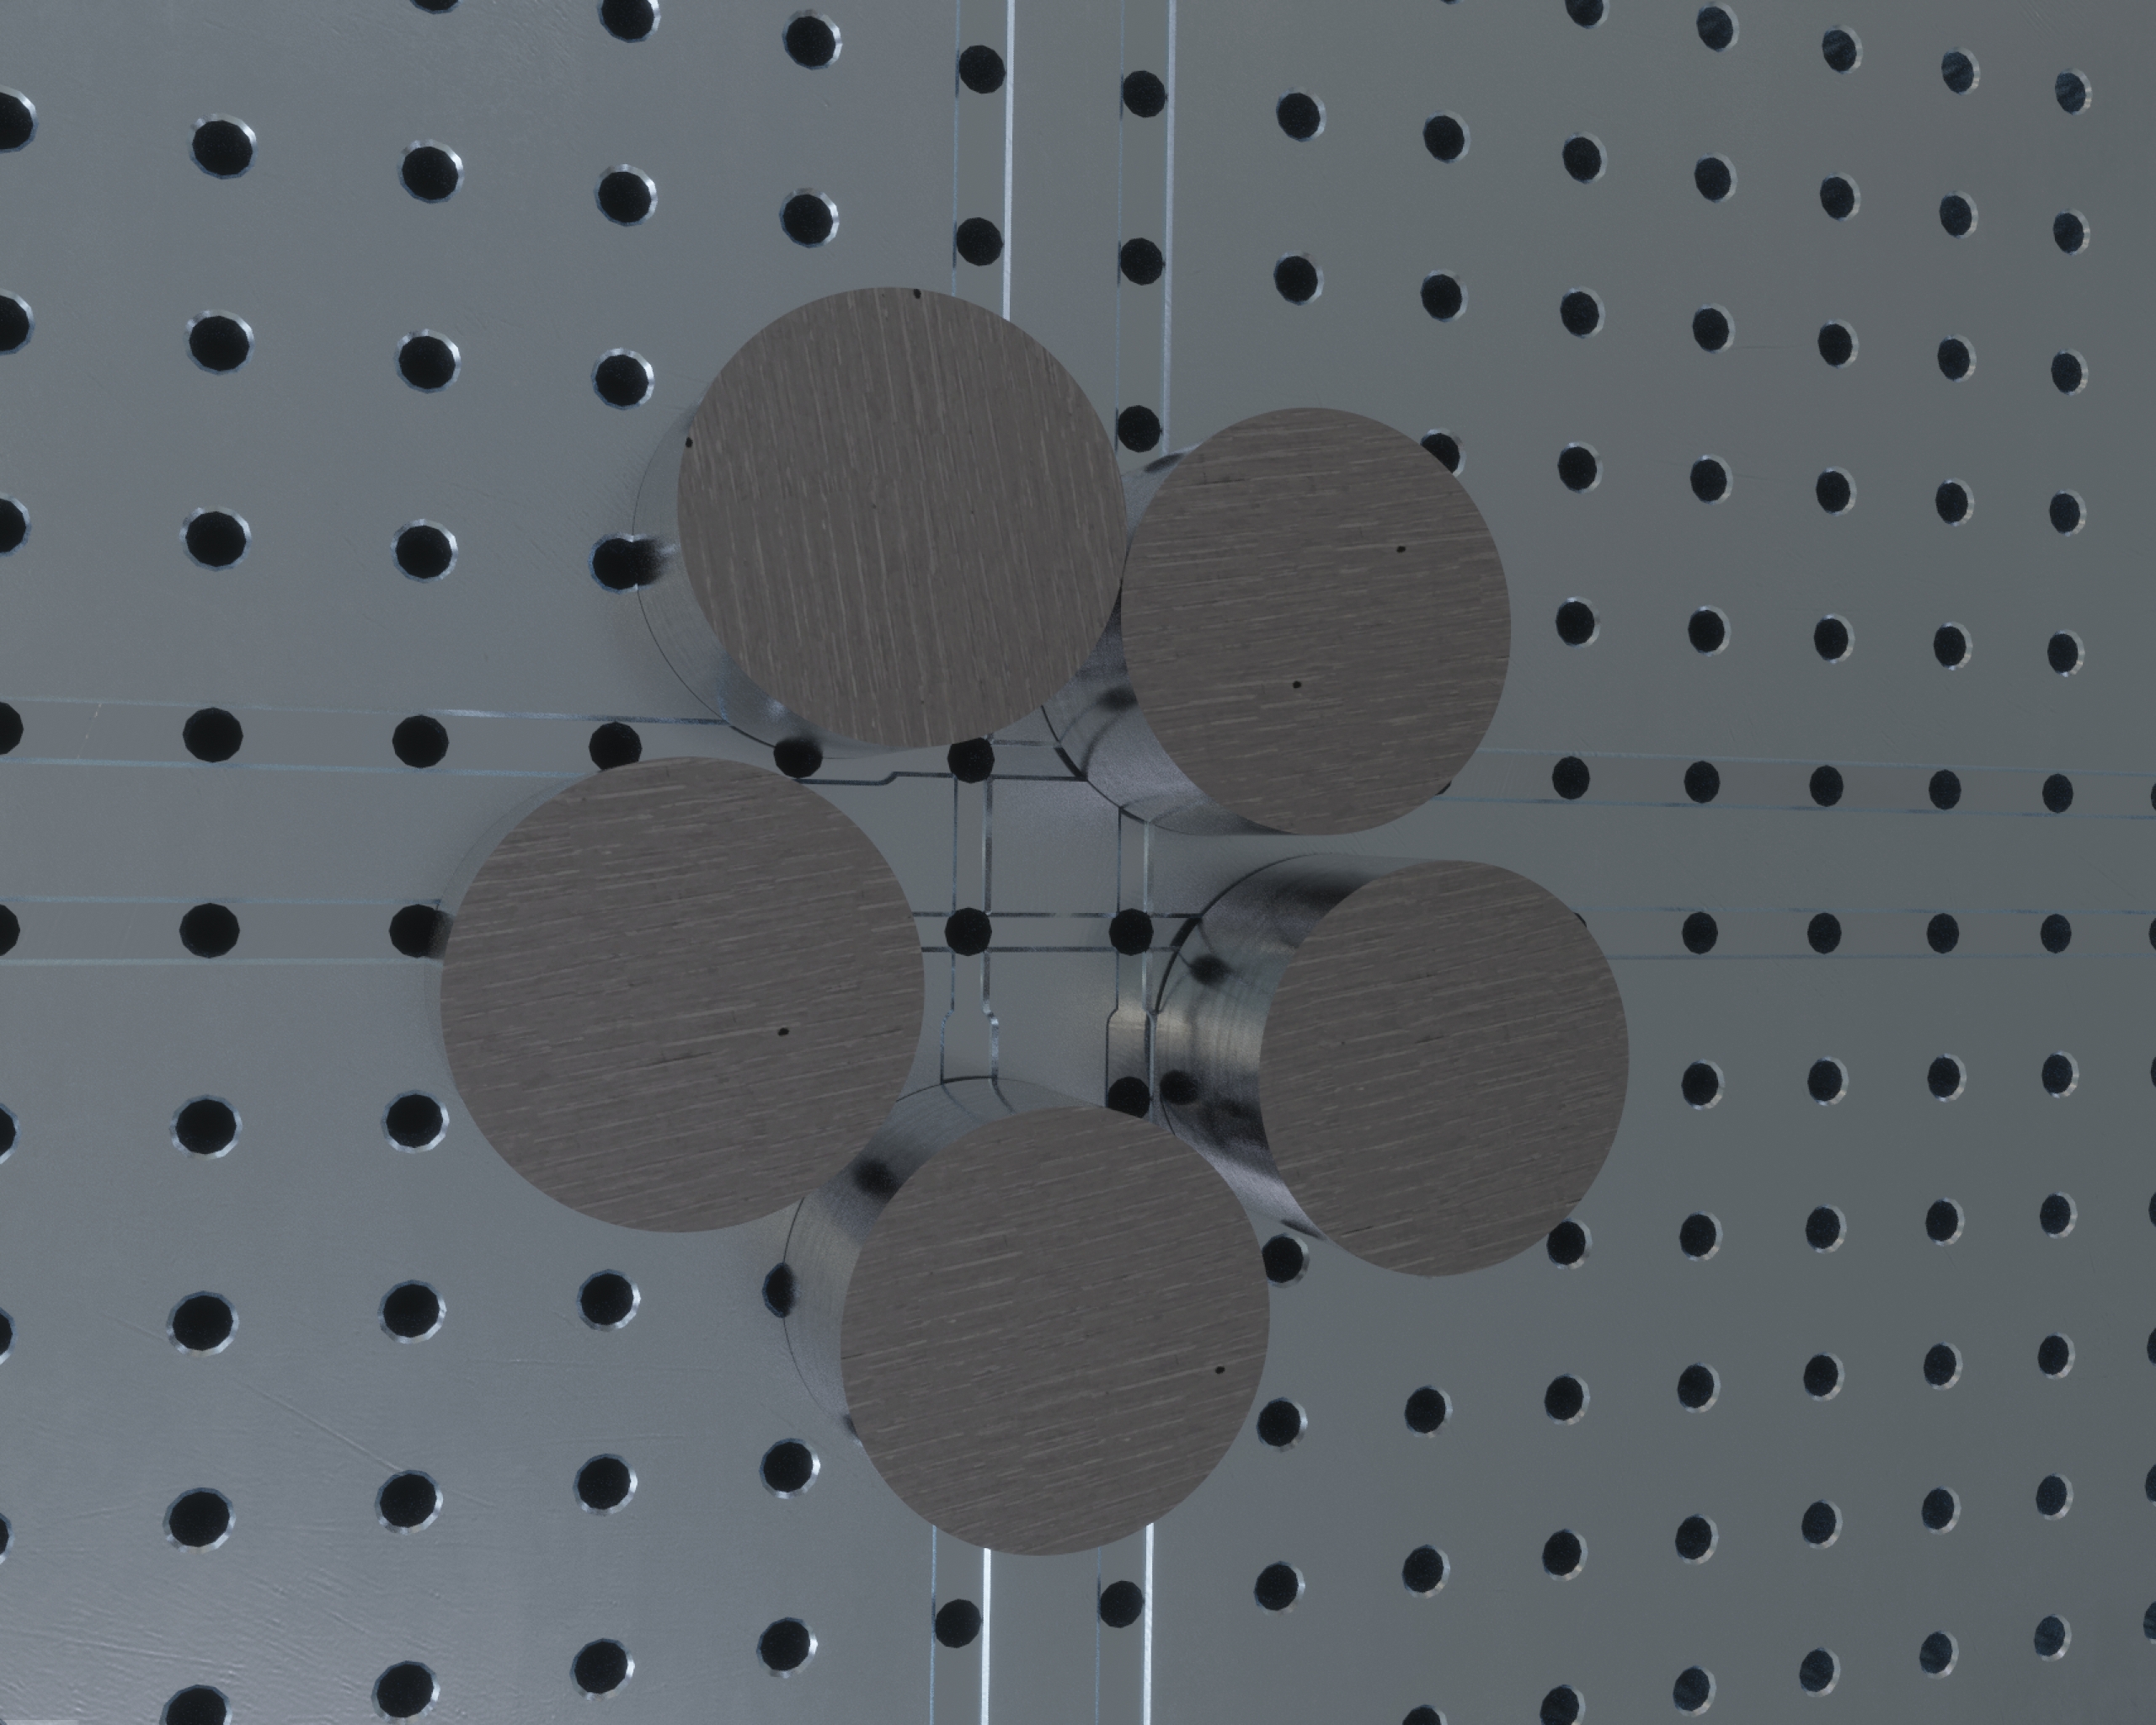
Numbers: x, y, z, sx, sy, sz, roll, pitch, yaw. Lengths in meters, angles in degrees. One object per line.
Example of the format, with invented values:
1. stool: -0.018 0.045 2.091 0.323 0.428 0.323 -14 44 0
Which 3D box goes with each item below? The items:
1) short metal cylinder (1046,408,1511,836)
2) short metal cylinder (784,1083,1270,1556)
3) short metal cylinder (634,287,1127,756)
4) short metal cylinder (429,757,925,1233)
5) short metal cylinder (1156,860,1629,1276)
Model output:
1. short metal cylinder: 0.037 -0.045 0.412 0.081 0.050 0.079 0 90 -20
2. short metal cylinder: -0.011 0.083 0.394 0.081 0.050 0.080 0 90 -19
3. short metal cylinder: -0.038 -0.060 0.385 0.081 0.050 0.079 0 90 -20
4. short metal cylinder: -0.073 0.022 0.372 0.081 0.050 0.079 0 91 -20
5. short metal cylinder: 0.062 0.039 0.421 0.081 0.050 0.079 -1 92 -20
